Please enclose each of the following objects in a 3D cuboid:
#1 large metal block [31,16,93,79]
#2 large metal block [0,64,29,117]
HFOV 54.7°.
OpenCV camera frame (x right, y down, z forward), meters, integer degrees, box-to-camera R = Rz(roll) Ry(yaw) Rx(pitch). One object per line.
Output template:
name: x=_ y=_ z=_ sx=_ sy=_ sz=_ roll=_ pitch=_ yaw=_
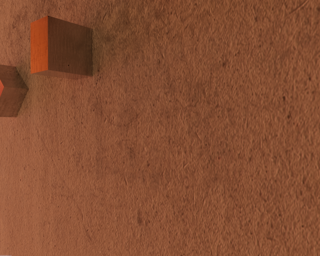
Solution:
large metal block: x=-0.157 y=-0.125 z=0.499 sx=0.050 sy=0.081 sz=0.080 roll=0 pitch=90 yaw=40
large metal block: x=-0.335 y=-0.080 z=0.665 sx=0.080 sy=0.050 sz=0.080 roll=51 pitch=120 yaw=28
